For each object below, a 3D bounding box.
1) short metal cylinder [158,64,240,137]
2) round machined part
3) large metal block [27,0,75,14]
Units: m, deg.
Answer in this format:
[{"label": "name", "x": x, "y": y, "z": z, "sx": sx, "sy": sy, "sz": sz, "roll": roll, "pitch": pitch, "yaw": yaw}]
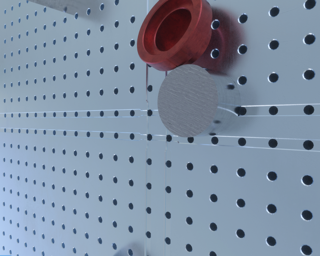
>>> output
[{"label": "short metal cylinder", "x": 0.044, "y": -0.030, "z": 0.357, "sx": 0.080, "sy": 0.050, "sz": 0.079, "roll": 0, "pitch": 91, "yaw": 40}, {"label": "round machined part", "x": 0.022, "y": -0.111, "z": 0.368, "sx": 0.098, "sy": 0.042, "sz": 0.098, "roll": -21, "pitch": 57, "yaw": 37}, {"label": "large metal block", "x": -0.205, "y": -0.248, "z": 0.543, "sx": 0.080, "sy": 0.081, "sz": 0.050, "roll": 38, "pitch": 114, "yaw": 33}]
